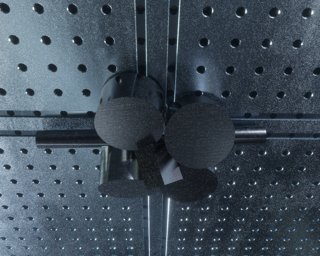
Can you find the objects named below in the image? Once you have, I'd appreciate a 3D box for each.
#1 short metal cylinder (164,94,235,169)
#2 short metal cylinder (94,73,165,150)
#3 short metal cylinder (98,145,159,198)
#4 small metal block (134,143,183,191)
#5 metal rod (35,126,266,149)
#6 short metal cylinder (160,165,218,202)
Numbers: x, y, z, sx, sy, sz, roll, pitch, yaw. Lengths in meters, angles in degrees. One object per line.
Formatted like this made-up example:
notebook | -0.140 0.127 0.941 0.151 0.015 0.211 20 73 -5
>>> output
short metal cylinder | 0.045 0.002 0.376 0.081 0.050 0.079 0 107 0
short metal cylinder | -0.035 -0.019 0.374 0.081 0.050 0.079 0 130 0
short metal cylinder | -0.042 0.061 0.426 0.081 0.050 0.080 -1 150 0
small metal block | -0.001 0.046 0.383 0.025 0.050 0.050 -25 168 26
metal rod | -0.012 0.012 0.417 0.302 0.025 0.025 -1 130 0
short metal cylinder | 0.039 0.062 0.443 0.081 0.050 0.079 0 130 0
